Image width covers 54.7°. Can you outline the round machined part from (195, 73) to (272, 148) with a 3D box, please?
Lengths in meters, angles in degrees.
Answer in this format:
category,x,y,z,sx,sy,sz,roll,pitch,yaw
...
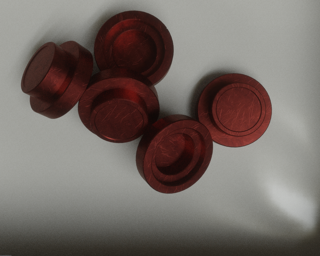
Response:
category,x,y,z,sx,sy,sz,roll,pitch,yaw
round machined part,0.098,-0.023,0.404,0.099,0.042,0.097,0,90,-1

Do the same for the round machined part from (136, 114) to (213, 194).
category,x,y,z,sx,sy,sz,roll,pitch,yaw
round machined part,0.014,0.029,0.388,0.099,0.042,0.097,-11,114,-26

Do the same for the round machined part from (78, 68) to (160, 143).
category,x,y,z,sx,sy,sz,roll,pitch,yaw
round machined part,-0.049,-0.020,0.376,0.099,0.042,0.097,-4,131,-4

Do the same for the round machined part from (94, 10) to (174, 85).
category,x,y,z,sx,sy,sz,roll,pitch,yaw
round machined part,-0.032,-0.097,0.402,0.099,0.042,0.097,0,90,-1

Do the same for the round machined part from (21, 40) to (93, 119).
category,x,y,z,sx,sy,sz,roll,pitch,yaw
round machined part,-0.129,-0.064,0.373,0.042,0.098,0.098,31,90,-43
